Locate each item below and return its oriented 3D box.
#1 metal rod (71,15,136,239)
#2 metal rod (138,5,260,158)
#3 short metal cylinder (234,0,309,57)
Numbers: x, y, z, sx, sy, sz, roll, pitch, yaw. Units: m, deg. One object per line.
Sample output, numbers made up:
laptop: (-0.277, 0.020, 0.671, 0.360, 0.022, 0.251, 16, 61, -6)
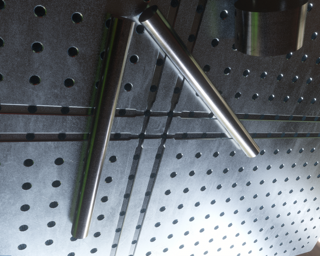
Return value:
metal rod: (-0.076, 0.018, 0.380, 0.025, 0.025, 0.298, 2, 118, -29)
metal rod: (0.071, -0.041, 0.424, 0.025, 0.025, 0.300, -44, 129, 2)
short metal cylinder: (0.130, -0.125, 0.369, 0.081, 0.080, 0.050, -21, 127, -16)
